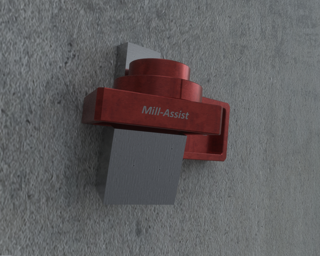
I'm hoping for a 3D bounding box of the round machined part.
[{"bbox_3d":[-0.002,-0.048,0.345,0.099,0.098,0.042,8,85,-40],"label":"round machined part"}]

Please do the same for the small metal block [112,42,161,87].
[{"bbox_3d":[-0.028,-0.073,0.385,0.050,0.025,0.050,8,85,-40],"label":"small metal block"}]

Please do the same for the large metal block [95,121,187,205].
[{"bbox_3d":[-0.023,0.038,0.348,0.081,0.050,0.079,6,99,-22],"label":"large metal block"}]

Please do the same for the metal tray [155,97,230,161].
[{"bbox_3d":[0.046,0.000,0.444,0.131,0.030,0.089,8,85,-40],"label":"metal tray"}]

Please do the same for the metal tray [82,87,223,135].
[{"bbox_3d":[-0.011,-0.014,0.334,0.131,0.090,0.030,7,86,-22],"label":"metal tray"}]
